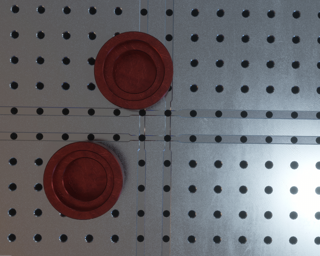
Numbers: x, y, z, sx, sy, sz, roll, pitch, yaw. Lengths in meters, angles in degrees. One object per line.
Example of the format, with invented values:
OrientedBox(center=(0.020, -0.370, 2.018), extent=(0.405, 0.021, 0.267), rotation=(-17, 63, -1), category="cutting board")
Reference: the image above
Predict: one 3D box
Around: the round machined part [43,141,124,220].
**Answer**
OrientedBox(center=(-0.095, 0.065, 0.404), extent=(0.099, 0.042, 0.097), rotation=(0, 90, -1), category="round machined part")

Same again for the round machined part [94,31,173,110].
OrientedBox(center=(-0.033, -0.071, 0.404), extent=(0.099, 0.042, 0.097), rotation=(0, 90, -1), category="round machined part")
